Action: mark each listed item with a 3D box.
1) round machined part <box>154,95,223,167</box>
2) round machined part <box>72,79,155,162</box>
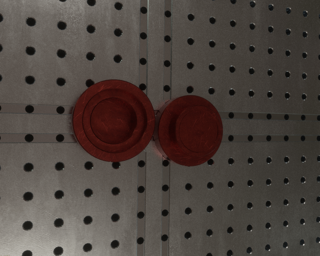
[{"bbox_3d":[0.044,0.004,0.421,0.099,0.042,0.097,0,90,-21],"label":"round machined part"},{"bbox_3d":[-0.059,-0.009,0.383,0.099,0.042,0.097,0,90,-21],"label":"round machined part"}]
